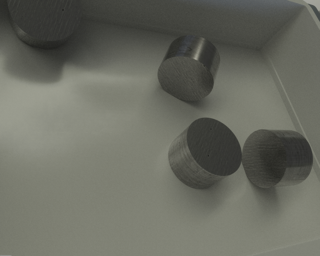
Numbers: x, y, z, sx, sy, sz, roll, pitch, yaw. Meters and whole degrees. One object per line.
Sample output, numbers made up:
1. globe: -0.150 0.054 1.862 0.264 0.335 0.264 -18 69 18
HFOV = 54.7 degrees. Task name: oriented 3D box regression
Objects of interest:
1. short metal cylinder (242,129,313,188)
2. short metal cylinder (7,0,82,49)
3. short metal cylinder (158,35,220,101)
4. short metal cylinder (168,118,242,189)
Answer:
1. short metal cylinder: 0.162 0.042 0.435 0.050 0.080 0.080 2 61 -28
2. short metal cylinder: -0.141 -0.141 0.379 0.081 0.050 0.079 -1 92 -25
3. short metal cylinder: 0.042 -0.085 0.447 0.080 0.080 0.050 29 52 -10
4. short metal cylinder: 0.058 0.033 0.402 0.081 0.050 0.080 14 56 -21
